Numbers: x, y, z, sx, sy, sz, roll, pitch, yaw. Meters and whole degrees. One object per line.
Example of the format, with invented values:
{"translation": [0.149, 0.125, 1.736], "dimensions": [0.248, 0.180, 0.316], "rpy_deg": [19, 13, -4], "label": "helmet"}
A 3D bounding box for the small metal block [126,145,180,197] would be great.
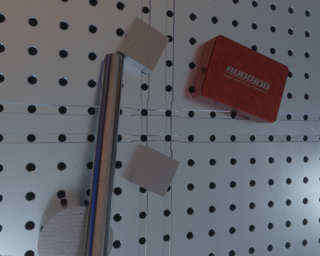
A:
{"translation": [-0.009, 0.056, 0.409], "dimensions": [0.050, 0.025, 0.050], "rpy_deg": [28, 81, -18], "label": "small metal block"}

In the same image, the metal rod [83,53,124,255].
{"translation": [-0.064, 0.054, 0.347], "dimensions": [0.025, 0.025, 0.299], "rpy_deg": [9, 71, -20], "label": "metal rod"}

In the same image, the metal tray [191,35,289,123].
{"translation": [0.120, -0.068, 0.454], "dimensions": [0.131, 0.030, 0.090], "rpy_deg": [18, 84, -19], "label": "metal tray"}

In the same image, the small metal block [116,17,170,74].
{"translation": [-0.024, -0.106, 0.404], "dimensions": [0.050, 0.025, 0.050], "rpy_deg": [29, 81, -18], "label": "small metal block"}

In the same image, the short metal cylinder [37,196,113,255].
{"translation": [-0.100, 0.125, 0.363], "dimensions": [0.081, 0.050, 0.080], "rpy_deg": [0, 90, -20], "label": "short metal cylinder"}
